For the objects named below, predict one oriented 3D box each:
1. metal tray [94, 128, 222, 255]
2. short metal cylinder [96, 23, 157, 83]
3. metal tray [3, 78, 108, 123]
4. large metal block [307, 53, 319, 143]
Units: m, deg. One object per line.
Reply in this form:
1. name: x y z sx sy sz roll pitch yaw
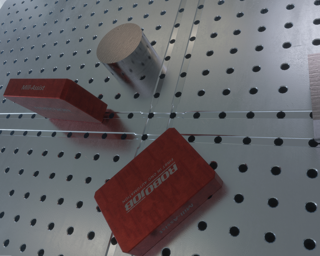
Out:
1. metal tray: -0.005 0.072 0.364 0.130 0.030 0.090 -41 51 0
2. short metal cylinder: -0.053 -0.119 0.493 0.080 0.050 0.080 -13 56 21
3. metal tray: -0.158 -0.041 0.472 0.130 0.090 0.030 5 72 30
4. large metal block: 0.196 -0.033 0.310 0.080 0.050 0.080 -4 60 26
